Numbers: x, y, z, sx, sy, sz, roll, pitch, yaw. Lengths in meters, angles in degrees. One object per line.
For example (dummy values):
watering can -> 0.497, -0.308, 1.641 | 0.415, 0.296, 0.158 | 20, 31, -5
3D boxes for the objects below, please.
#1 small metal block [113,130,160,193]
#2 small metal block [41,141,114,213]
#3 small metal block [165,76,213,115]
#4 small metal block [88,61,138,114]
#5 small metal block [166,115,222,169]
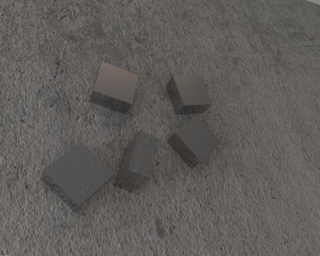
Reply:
small metal block -> -0.027, 0.039, 0.349 | 0.025, 0.050, 0.050 | 24, 53, -14
small metal block -> -0.087, 0.051, 0.326 | 0.050, 0.025, 0.050 | 45, 51, 3
small metal block -> 0.042, -0.049, 0.456 | 0.050, 0.025, 0.050 | -5, 64, -30
small metal block -> -0.060, -0.052, 0.403 | 0.050, 0.025, 0.050 | 19, 54, -17
small metal block -> 0.046, 0.018, 0.417 | 0.050, 0.025, 0.050 | 49, 51, 6
